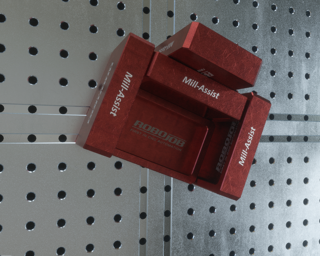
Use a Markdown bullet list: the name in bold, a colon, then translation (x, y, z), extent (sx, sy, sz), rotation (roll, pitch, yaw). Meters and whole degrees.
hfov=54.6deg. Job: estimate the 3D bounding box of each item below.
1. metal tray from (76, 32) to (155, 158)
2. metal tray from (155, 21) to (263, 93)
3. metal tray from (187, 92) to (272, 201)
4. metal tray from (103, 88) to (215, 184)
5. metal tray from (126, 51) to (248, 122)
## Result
- **metal tray**: translation (-0.055, -0.035, 0.357), extent (0.030, 0.090, 0.130), rotation (23, 82, -19)
- **metal tray**: translation (0.045, -0.075, 0.372), extent (0.090, 0.130, 0.030), rotation (24, 83, -19)
- **metal tray**: translation (0.088, 0.021, 0.409), extent (0.030, 0.090, 0.130), rotation (23, 83, -19)
- **metal tray**: translation (0.000, 0.011, 0.409), extent (0.131, 0.030, 0.090), rotation (23, 82, -19)
- **metal tray**: translation (0.031, -0.046, 0.389), extent (0.131, 0.090, 0.030), rotation (23, 83, -19)
